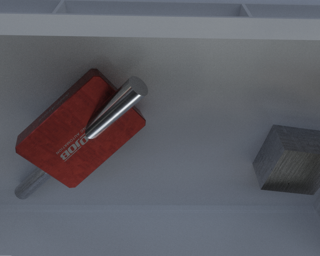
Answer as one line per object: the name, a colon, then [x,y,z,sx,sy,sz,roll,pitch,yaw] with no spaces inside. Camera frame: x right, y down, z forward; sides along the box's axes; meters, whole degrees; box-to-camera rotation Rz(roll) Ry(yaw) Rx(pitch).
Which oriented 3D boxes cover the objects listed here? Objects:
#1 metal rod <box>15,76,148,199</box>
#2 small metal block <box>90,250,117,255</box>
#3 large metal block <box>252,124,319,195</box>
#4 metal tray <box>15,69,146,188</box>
metal rod: [-0.120,0.029,0.407,0.025,0.025,0.299,34,130,-26]
small metal block: [-0.116,0.283,0.652,0.050,0.025,0.050,-7,130,5]
large metal block: [0.188,0.046,0.435,0.081,0.050,0.079,7,130,-7]
metal tray: [-0.094,0.003,0.378,0.130,0.030,0.090,-42,122,5]
